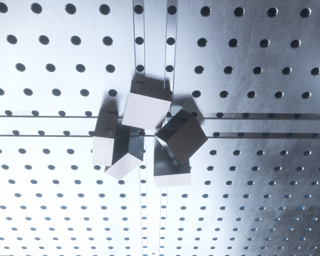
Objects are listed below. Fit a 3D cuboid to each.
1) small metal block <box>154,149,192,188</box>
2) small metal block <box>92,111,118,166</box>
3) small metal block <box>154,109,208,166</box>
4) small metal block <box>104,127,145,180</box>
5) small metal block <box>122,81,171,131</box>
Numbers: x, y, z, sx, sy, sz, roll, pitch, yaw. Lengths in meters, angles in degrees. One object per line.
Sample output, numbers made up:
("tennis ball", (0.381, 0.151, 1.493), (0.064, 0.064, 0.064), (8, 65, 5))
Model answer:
("small metal block", (0.018, 0.056, 0.444), (0.050, 0.050, 0.025), (-6, 130, 4))
("small metal block", (-0.072, 0.014, 0.406), (0.025, 0.050, 0.050), (7, 130, -7))
("small metal block", (0.029, 0.012, 0.405), (0.050, 0.025, 0.050), (-44, 130, -12))
("small metal block", (-0.048, 0.035, 0.425), (0.025, 0.050, 0.050), (35, 122, -26))
("small metal block", (-0.018, -0.026, 0.389), (0.050, 0.025, 0.050), (12, 129, -11))
